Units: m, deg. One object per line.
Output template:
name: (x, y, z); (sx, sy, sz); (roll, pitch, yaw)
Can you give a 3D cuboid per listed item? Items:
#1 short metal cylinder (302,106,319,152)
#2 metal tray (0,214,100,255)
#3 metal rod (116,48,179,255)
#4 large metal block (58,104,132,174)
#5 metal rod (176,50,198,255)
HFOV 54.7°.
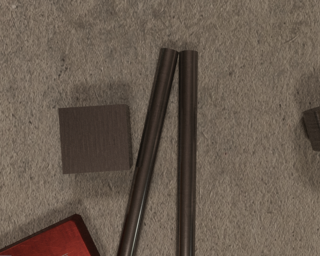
short metal cylinder: (0.227, -0.006, 0.386); (0.080, 0.080, 0.050); (-15, 90, 0)
metal tray: (-0.149, 0.182, 0.406); (0.131, 0.030, 0.090); (-25, 90, -1)
metal rod: (-0.018, 0.044, 0.409); (0.025, 0.025, 0.298); (12, 90, -1)
large metal block: (-0.079, 0.013, 0.396); (0.081, 0.050, 0.079); (-4, 90, -1)
metal rod: (0.036, 0.049, 0.410); (0.025, 0.025, 0.298); (1, 90, -1)
